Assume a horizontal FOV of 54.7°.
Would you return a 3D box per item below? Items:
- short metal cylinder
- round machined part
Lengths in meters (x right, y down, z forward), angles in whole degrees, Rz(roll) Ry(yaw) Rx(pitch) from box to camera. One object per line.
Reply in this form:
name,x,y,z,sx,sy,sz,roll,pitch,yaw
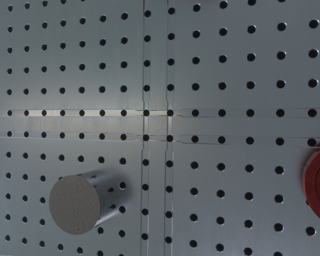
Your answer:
short metal cylinder,-0.107,0.103,0.437,0.080,0.050,0.080,0,90,20
round machined part,0.205,0.059,0.331,0.098,0.042,0.097,0,90,20
